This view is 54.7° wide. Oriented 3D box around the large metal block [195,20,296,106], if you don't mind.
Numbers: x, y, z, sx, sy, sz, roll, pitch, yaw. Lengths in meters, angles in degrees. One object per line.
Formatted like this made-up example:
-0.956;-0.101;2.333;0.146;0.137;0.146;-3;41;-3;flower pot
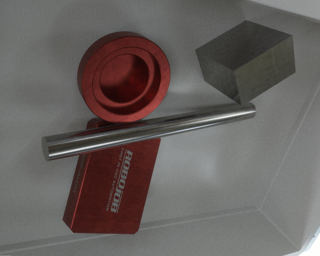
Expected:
0.103;-0.083;0.380;0.080;0.080;0.050;-32;129;-8;large metal block

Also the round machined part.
-0.041;-0.057;0.341;0.099;0.042;0.097;-14;124;-21;round machined part

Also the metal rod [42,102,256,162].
0.012;-0.003;0.387;0.303;0.025;0.025;-11;124;-33;metal rod

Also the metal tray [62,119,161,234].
-0.057;0.061;0.382;0.091;0.030;0.129;16;87;-35;metal tray

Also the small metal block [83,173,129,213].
-0.074;0.084;0.405;0.050;0.050;0.025;5;116;-31;small metal block
